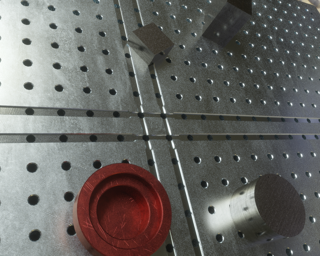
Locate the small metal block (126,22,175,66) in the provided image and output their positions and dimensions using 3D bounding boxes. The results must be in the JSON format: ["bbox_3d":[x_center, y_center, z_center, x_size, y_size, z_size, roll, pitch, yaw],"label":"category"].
[{"bbox_3d":[-0.014,-0.132,0.483,0.050,0.025,0.050,47,51,4],"label":"small metal block"}]

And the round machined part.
[{"bbox_3d":[-0.041,0.089,0.322,0.099,0.042,0.098,14,56,-21],"label":"round machined part"}]

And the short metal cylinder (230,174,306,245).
[{"bbox_3d":[0.140,0.106,0.405,0.081,0.050,0.080,14,56,-21],"label":"short metal cylinder"}]

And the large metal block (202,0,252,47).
[{"bbox_3d":[0.123,-0.212,0.571,0.050,0.080,0.080,23,53,-15],"label":"large metal block"}]
